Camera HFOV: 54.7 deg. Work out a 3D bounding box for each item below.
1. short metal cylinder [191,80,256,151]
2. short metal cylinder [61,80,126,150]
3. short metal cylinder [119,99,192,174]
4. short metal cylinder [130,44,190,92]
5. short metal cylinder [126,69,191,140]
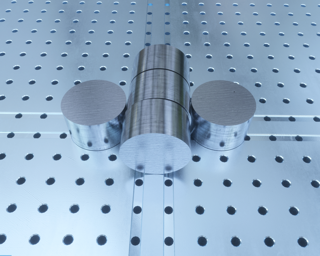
[{"bbox_3d":[0.079,-0.017,0.406,0.081,0.050,0.080,0,50,0],"label":"short metal cylinder"},{"bbox_3d":[-0.082,-0.018,0.404,0.081,0.050,0.080,0,50,0],"label":"short metal cylinder"},{"bbox_3d":[-0.005,0.012,0.362,0.081,0.080,0.050,1,50,0],"label":"short metal cylinder"},{"bbox_3d":[0.001,-0.067,0.427,0.081,0.080,0.050,2,50,1],"label":"short metal cylinder"},{"bbox_3d":[-0.001,-0.028,0.395,0.081,0.080,0.050,2,50,1],"label":"short metal cylinder"}]
